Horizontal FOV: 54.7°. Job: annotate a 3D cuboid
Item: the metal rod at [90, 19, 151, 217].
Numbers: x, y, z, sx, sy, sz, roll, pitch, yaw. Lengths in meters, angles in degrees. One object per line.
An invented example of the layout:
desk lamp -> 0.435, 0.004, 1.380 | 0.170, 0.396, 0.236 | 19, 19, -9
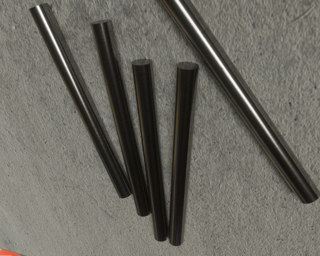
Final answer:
metal rod -> -0.048, 0.005, 0.434 | 0.025, 0.025, 0.298 | 5, 121, 26

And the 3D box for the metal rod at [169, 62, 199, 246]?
metal rod -> 0.029, 0.056, 0.426 | 0.025, 0.025, 0.298 | 14, 125, 20

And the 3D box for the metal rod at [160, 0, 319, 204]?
metal rod -> 0.086, -0.037, 0.337 | 0.025, 0.025, 0.300 | -30, 102, 38

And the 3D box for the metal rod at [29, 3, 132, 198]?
metal rod -> -0.105, -0.024, 0.446 | 0.025, 0.025, 0.299 | -7, 115, 31

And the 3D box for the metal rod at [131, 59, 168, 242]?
metal rod -> -0.009, 0.050, 0.442 | 0.025, 0.025, 0.298 | 9, 123, 23
